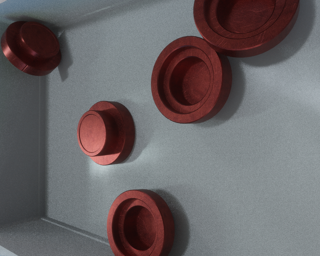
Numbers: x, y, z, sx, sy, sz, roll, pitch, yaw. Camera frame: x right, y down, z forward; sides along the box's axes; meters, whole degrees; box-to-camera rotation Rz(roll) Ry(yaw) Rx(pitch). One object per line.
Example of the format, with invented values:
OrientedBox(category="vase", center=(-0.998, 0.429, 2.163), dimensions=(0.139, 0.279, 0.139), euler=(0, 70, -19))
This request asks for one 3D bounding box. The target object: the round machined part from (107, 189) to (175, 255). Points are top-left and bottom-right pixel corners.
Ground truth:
OrientedBox(category="round machined part", center=(-0.020, 0.130, 0.405), dimensions=(0.098, 0.042, 0.097), euler=(-6, 79, 37))

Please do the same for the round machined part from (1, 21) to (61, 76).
OrientedBox(category="round machined part", center=(-0.214, -0.142, 0.533), dimensions=(0.042, 0.099, 0.098), euler=(-29, 72, 36))

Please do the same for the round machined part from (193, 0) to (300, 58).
OrientedBox(category="round machined part", center=(0.087, -0.117, 0.311), dimensions=(0.098, 0.042, 0.097), euler=(-4, 79, 23))

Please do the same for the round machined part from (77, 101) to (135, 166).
OrientedBox(category="round machined part", center=(-0.087, 0.008, 0.465), dimensions=(0.098, 0.042, 0.097), euler=(0, 90, 39))

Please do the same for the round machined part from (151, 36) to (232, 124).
OrientedBox(category="round machined part", center=(0.040, -0.053, 0.361), dimensions=(0.098, 0.042, 0.097), euler=(1, 91, 40))
